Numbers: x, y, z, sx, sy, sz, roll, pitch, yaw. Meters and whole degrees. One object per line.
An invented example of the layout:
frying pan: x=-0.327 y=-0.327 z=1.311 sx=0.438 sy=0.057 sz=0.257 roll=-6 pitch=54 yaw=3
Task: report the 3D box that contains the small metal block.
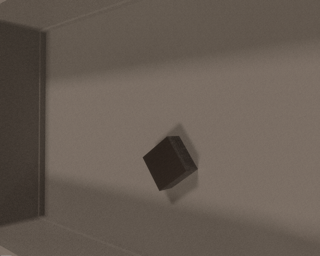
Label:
small metal block: x=0.012 y=0.045 z=0.395 sx=0.050 sy=0.025 sz=0.050 roll=-42 pitch=65 yaw=31
